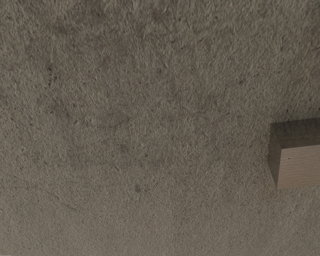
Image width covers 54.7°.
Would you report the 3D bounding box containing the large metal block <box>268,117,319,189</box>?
[{"bbox_3d":[0.196,0.035,0.422,0.080,0.050,0.080,-7,130,6],"label":"large metal block"}]
